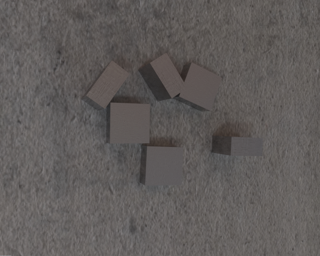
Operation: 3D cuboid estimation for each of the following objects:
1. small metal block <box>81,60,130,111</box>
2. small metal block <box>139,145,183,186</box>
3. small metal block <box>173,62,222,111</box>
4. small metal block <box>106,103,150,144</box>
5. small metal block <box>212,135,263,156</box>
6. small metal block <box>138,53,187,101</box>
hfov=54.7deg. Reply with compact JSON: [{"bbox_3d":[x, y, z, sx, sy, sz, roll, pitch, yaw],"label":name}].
[{"bbox_3d":[-0.067,-0.049,0.372,0.025,0.050,0.050,37,78,-17],"label":"small metal block"},{"bbox_3d":[0.002,0.049,0.411,0.050,0.025,0.050,3,89,-20],"label":"small metal block"},{"bbox_3d":[0.051,-0.056,0.429,0.050,0.025,0.050,23,82,-19],"label":"small metal block"},{"bbox_3d":[-0.041,-0.006,0.395,0.050,0.025,0.050,1,90,-21],"label":"small metal block"},{"bbox_3d":[0.108,0.025,0.437,0.050,0.050,0.025,3,89,-20],"label":"small metal block"},{"bbox_3d":[0.002,-0.064,0.397,0.025,0.050,0.050,-36,102,-17],"label":"small metal block"}]
